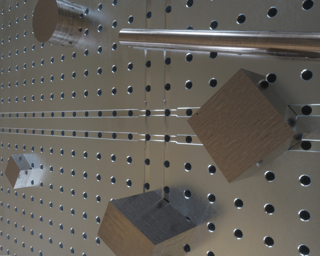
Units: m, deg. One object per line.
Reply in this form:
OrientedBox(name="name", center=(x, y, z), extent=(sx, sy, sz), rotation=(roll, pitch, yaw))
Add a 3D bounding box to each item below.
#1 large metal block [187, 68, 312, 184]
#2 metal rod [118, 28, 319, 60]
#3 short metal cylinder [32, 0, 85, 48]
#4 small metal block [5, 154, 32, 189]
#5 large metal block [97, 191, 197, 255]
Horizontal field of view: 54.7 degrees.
OrientedBox(name="large metal block", center=(0.089, -0.002, 0.319), extent=(0.080, 0.050, 0.080), rotation=(-46, 63, 30))
OrientedBox(name="metal rod", center=(0.063, -0.100, 0.355), extent=(0.300, 0.025, 0.025), rotation=(16, 100, 38))
OrientedBox(name="short metal cylinder", center=(-0.176, -0.183, 0.535), extent=(0.080, 0.050, 0.079), rotation=(0, 90, 39))
OrientedBox(name="small metal block", center=(-0.298, 0.091, 0.651), extent=(0.050, 0.025, 0.050), rotation=(43, 116, 31))
OrientedBox(name="large metal block", center=(-0.016, 0.127, 0.385), extent=(0.080, 0.081, 0.050), rotation=(33, 110, 35))
